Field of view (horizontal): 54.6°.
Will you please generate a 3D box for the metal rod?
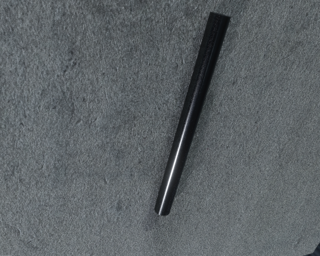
[{"bbox_3d":[0.037,-0.002,0.424,0.025,0.025,0.298,0,119,-28],"label":"metal rod"}]
